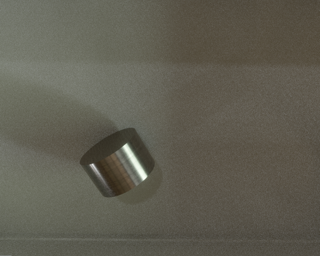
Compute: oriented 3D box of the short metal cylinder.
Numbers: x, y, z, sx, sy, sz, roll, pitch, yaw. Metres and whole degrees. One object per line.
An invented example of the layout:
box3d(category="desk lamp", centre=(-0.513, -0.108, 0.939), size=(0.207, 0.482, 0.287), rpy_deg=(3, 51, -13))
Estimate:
box3d(category="short metal cylinder", centre=(-0.054, 0.043, 0.397), size=(0.080, 0.080, 0.050), rpy_deg=(-27, 108, 9))
